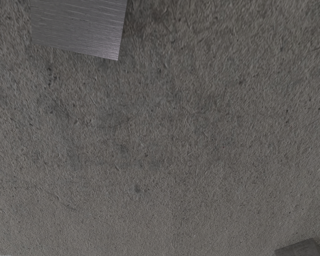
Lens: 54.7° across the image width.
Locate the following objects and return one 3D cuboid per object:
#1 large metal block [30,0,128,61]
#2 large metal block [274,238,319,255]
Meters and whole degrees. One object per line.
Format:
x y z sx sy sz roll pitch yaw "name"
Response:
-0.071 -0.118 0.289 0.081 0.050 0.079 10 130 -9 "large metal block"
0.294 0.275 0.628 0.080 0.050 0.080 -31 124 23 "large metal block"
